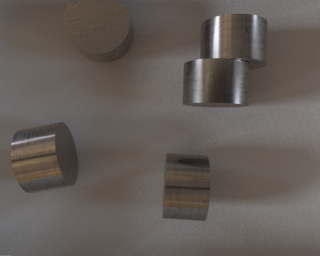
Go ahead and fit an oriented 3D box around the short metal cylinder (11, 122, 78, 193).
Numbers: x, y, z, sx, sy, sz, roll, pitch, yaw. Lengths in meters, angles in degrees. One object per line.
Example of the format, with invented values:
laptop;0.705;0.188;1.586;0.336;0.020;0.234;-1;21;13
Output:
short metal cylinder;-0.139;0.036;0.383;0.050;0.080;0.080;-11;90;0

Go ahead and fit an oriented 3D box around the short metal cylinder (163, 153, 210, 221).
short metal cylinder;0.031;0.072;0.384;0.050;0.080;0.080;4;90;0

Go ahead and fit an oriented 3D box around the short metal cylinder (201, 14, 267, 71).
short metal cylinder;0.091;-0.102;0.384;0.081;0.080;0.050;1;90;0

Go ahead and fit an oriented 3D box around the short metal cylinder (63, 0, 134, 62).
short metal cylinder;-0.076;-0.129;0.398;0.081;0.050;0.080;0;90;0

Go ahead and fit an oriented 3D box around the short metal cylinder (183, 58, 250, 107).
short metal cylinder;0.069;-0.053;0.384;0.081;0.080;0.050;2;90;0
